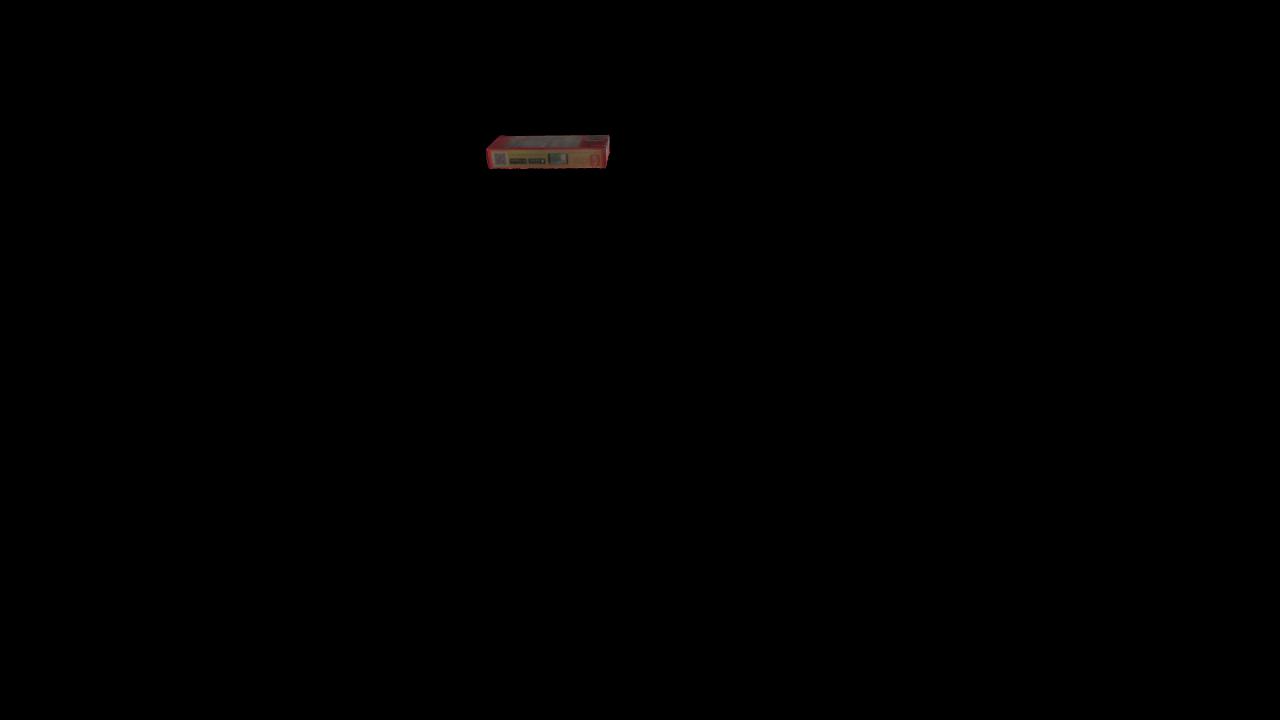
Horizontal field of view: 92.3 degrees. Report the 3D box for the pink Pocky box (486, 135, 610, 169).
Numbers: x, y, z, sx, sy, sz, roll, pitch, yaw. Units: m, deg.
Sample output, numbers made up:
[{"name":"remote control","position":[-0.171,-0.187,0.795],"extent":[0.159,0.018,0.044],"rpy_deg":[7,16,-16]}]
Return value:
[{"name":"pink Pocky box","position":[-0.119,-0.278,0.819],"extent":[0.155,0.029,0.084],"rpy_deg":[0,31,0]}]
